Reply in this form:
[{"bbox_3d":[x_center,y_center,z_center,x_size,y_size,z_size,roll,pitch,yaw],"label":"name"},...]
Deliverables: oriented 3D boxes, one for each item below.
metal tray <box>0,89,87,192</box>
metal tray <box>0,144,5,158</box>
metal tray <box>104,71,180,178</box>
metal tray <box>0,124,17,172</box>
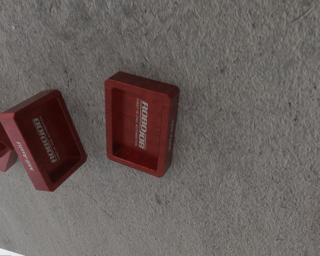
[{"bbox_3d":[-0.168,0.018,0.464,0.030,0.090,0.129,-1,118,29],"label":"metal tray"},{"bbox_3d":[-0.334,0.007,0.543,0.130,0.090,0.030,41,124,0],"label":"metal tray"},{"bbox_3d":[-0.027,-0.003,0.415,0.090,0.030,0.129,17,125,18],"label":"metal tray"},{"bbox_3d":[-0.326,0.016,0.575,0.130,0.030,0.089,36,132,-4],"label":"metal tray"}]
